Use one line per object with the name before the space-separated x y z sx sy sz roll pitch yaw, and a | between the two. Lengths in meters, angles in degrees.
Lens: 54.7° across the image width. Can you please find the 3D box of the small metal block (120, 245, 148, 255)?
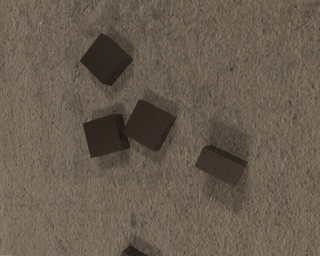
small metal block | -0.034 0.198 0.420 0.050 0.025 0.050 25 98 18

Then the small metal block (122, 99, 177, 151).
small metal block | -0.014 -0.004 0.413 0.050 0.025 0.050 30 100 17

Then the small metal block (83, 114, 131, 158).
small metal block | -0.075 0.011 0.434 0.050 0.025 0.050 -16 85 19

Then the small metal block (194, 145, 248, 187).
small metal block | 0.074 0.043 0.369 0.050 0.050 0.025 25 99 18

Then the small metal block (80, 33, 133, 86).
small metal block | -0.075 -0.095 0.434 0.050 0.025 0.050 45 104 14
